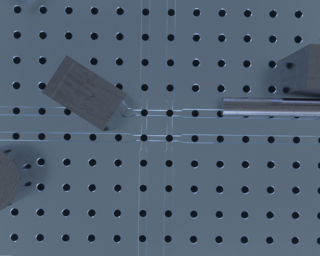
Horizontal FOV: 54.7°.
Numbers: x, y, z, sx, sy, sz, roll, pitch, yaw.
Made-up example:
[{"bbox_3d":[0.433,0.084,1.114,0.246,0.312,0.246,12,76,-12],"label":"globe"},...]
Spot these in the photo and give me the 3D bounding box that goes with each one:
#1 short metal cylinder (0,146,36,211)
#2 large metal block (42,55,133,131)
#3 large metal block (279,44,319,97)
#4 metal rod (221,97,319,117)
[{"bbox_3d":[-0.211,0.064,0.399,0.081,0.050,0.080,0,90,0],"label":"short metal cylinder"},{"bbox_3d":[-0.084,-0.039,0.385,0.080,0.080,0.050,33,90,0],"label":"large metal block"},{"bbox_3d":[0.206,-0.067,0.387,0.080,0.080,0.050,4,90,0],"label":"large metal block"},{"bbox_3d":[0.234,-0.026,0.414,0.302,0.025,0.025,1,90,0],"label":"metal rod"}]
